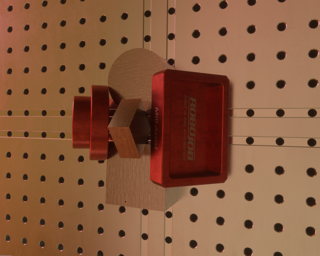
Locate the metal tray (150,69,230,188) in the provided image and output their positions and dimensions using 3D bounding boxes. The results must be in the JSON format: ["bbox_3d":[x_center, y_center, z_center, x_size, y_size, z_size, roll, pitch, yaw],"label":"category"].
[{"bbox_3d":[0.036,0.001,0.367,0.030,0.091,0.129,2,91,63],"label":"metal tray"}]

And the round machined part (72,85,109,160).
[{"bbox_3d":[-0.091,-0.007,0.402,0.042,0.098,0.097,1,91,-13],"label":"round machined part"}]

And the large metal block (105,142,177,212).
[{"bbox_3d":[-0.022,0.059,0.407,0.080,0.050,0.080,2,91,20],"label":"large metal block"}]

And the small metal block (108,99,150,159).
[{"bbox_3d":[-0.034,0.001,0.366,0.025,0.050,0.050,0,132,17],"label":"small metal block"}]

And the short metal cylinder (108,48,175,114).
[{"bbox_3d":[-0.020,-0.059,0.405,0.080,0.050,0.080,0,90,20],"label":"short metal cylinder"}]
